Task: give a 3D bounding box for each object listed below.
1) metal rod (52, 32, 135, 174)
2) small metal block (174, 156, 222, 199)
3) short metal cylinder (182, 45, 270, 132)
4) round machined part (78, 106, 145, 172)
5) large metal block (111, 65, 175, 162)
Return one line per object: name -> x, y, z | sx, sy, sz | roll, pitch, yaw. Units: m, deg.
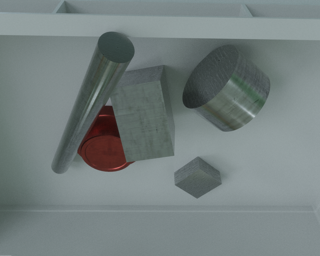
metal rod -> -0.088, 0.001, 0.331 | 0.025, 0.025, 0.299 | 20, 151, -17
small metal block -> 0.058, 0.077, 0.476 | 0.050, 0.025, 0.050 | 36, 121, -27
short metal cylinder -> 0.070, -0.043, 0.338 | 0.050, 0.080, 0.080 | 33, 123, -25
round machined part -> -0.068, 0.021, 0.415 | 0.099, 0.042, 0.097 | -1, 130, 0
large metal block -> -0.015, -0.019, 0.342 | 0.050, 0.080, 0.079 | -9, 111, 7
